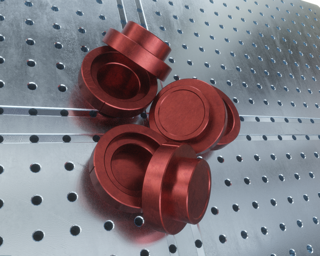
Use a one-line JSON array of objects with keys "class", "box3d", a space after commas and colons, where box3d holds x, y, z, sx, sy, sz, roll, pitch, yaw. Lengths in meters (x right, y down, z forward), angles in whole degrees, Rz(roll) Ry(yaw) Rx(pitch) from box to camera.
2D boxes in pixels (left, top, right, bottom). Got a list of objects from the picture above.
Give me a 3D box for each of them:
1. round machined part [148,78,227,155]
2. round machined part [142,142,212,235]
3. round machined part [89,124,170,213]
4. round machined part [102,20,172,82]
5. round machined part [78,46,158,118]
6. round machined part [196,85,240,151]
[{"class": "round machined part", "box3d": [0.031, -0.015, 0.384, 0.098, 0.098, 0.042, 63, 12, 17]}, {"class": "round machined part", "box3d": [0.024, 0.065, 0.333, 0.099, 0.042, 0.097, -15, 107, -60]}, {"class": "round machined part", "box3d": [-0.031, 0.048, 0.350, 0.099, 0.042, 0.098, 13, 56, -21]}, {"class": "round machined part", "box3d": [-0.024, -0.106, 0.413, 0.098, 0.042, 0.098, 33, 7, -4]}, {"class": "round machined part", "box3d": [-0.056, -0.054, 0.399, 0.099, 0.042, 0.098, 13, 56, -21]}, {"class": "round machined part", "box3d": [0.060, -0.012, 0.436, 0.099, 0.042, 0.098, 13, 56, -21]}]
